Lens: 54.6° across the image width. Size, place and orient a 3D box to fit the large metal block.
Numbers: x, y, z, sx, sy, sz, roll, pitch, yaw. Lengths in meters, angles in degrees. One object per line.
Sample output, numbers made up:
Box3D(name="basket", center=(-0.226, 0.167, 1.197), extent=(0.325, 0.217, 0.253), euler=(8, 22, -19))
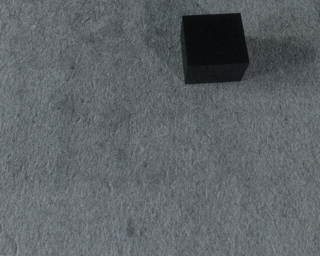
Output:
Box3D(name="large metal block", center=(0.073, -0.111, 0.436), extent=(0.080, 0.050, 0.080), euler=(-3, 70, -1))
